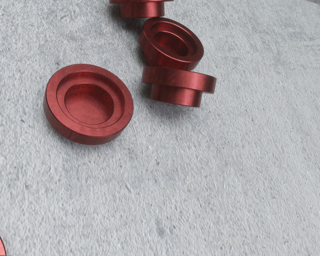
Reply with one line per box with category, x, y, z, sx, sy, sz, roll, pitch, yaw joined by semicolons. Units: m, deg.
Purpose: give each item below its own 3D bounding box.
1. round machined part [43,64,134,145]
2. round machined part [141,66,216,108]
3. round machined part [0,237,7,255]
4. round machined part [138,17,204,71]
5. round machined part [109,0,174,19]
round machined part;-0.084;-0.023;0.362;0.099;0.042;0.098;14;56;-21
round machined part;0.023;-0.053;0.414;0.099;0.098;0.042;7;96;-25
round machined part;-0.170;0.114;0.232;0.099;0.042;0.098;14;56;-21
round machined part;0.013;-0.119;0.467;0.099;0.042;0.098;16;48;-18
round machined part;-0.028;-0.191;0.472;0.099;0.042;0.098;-2;22;1
